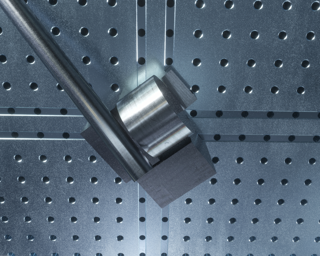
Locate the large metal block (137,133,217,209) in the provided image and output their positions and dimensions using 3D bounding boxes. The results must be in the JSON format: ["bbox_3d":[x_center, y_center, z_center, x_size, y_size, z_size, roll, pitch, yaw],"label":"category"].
[{"bbox_3d":[0.019,0.043,0.398,0.080,0.080,0.050,-36,107,12],"label":"large metal block"}]

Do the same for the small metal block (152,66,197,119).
[{"bbox_3d":[0.011,-0.042,0.399,0.050,0.025,0.050,-40,106,13],"label":"small metal block"}]

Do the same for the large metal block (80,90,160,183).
[{"bbox_3d":[-0.045,0.008,0.387,0.050,0.080,0.080,-36,107,12],"label":"large metal block"}]

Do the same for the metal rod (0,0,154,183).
[{"bbox_3d":[-0.109,-0.069,0.331,0.025,0.025,0.300,-40,85,13],"label":"metal rod"}]

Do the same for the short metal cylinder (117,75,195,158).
[{"bbox_3d":[-0.004,-0.013,0.352,0.050,0.080,0.080,-35,107,12],"label":"short metal cylinder"}]
